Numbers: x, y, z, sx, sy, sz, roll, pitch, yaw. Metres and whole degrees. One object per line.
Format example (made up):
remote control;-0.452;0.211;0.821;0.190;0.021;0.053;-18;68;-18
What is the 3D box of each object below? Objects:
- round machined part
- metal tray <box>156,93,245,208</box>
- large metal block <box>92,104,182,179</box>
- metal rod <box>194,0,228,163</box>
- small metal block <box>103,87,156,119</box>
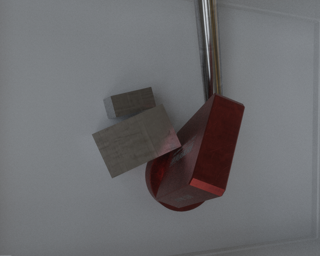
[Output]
round machined part;0.034;0.064;0.415;0.099;0.042;0.097;0;90;-21
metal tray;0.036;0.031;0.323;0.030;0.129;0.090;22;67;-6
large metal block;-0.030;0.014;0.363;0.080;0.080;0.050;-24;93;-10
metal rod;0.060;-0.079;0.365;0.025;0.025;0.298;-24;125;-19
small metal block;-0.039;-0.031;0.384;0.050;0.050;0.025;-16;95;-20
